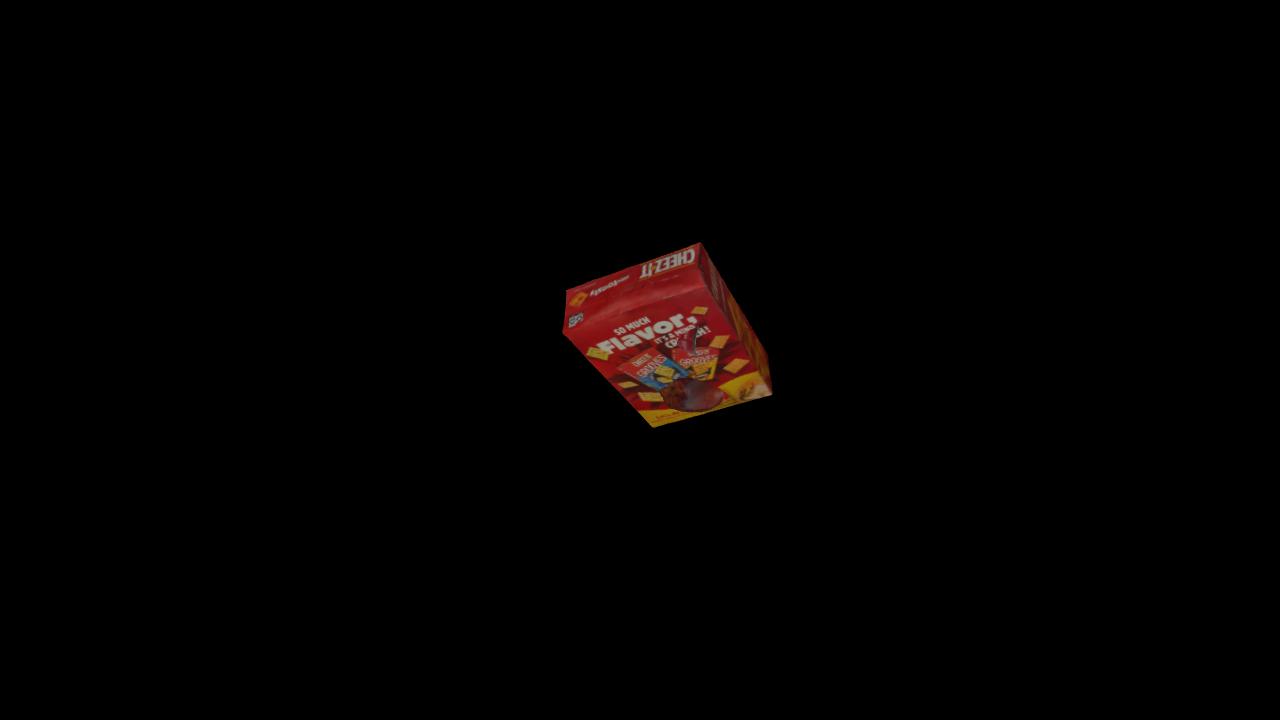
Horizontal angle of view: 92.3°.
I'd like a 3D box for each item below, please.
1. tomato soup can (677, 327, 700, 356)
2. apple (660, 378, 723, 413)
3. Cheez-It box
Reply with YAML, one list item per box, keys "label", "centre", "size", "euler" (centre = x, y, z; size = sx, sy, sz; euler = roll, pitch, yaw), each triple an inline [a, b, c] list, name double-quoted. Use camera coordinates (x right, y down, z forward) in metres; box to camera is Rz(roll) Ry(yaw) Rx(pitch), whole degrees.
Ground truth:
- label: "tomato soup can"
  centre: [0.028, -0.050, 0.674]
  size: [0.101, 0.068, 0.068]
  euler: [18, 7, 21]
- label: "apple"
  centre: [0.064, 0.026, 0.742]
  size: [0.079, 0.079, 0.093]
  euler: [0, 9, 44]
- label: "Cheez-It box"
  centre: [0.038, -0.017, 0.705]
  size: [0.166, 0.071, 0.223]
  euler: [-18, -39, 21]
